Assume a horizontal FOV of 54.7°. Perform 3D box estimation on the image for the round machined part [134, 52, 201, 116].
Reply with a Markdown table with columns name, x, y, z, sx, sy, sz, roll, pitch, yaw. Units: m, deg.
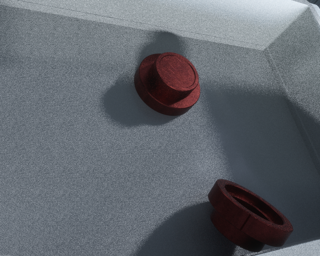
| name | x | y | z | sx | sy | sz | roll | pitch | yaw |
| --- | --- | --- | --- | --- | --- | --- | --- | --- | --- |
| round machined part | 0.016 | -0.070 | 0.446 | 0.099 | 0.042 | 0.098 | 14 | 56 | -21 |

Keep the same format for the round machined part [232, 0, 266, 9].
| name | x | y | z | sx | sy | sz | roll | pitch | yaw |
| --- | --- | --- | --- | --- | --- | --- | --- | --- | --- |
| round machined part | 0.188 | -0.303 | 0.683 | 0.099 | 0.042 | 0.098 | 14 | 56 | -21 |

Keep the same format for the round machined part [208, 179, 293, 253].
| name | x | y | z | sx | sy | sz | roll | pitch | yaw |
| --- | --- | --- | --- | --- | --- | --- | --- | --- | --- |
| round machined part | 0.099 | 0.105 | 0.362 | 0.098 | 0.042 | 0.098 | 28 | 10 | -5 |
